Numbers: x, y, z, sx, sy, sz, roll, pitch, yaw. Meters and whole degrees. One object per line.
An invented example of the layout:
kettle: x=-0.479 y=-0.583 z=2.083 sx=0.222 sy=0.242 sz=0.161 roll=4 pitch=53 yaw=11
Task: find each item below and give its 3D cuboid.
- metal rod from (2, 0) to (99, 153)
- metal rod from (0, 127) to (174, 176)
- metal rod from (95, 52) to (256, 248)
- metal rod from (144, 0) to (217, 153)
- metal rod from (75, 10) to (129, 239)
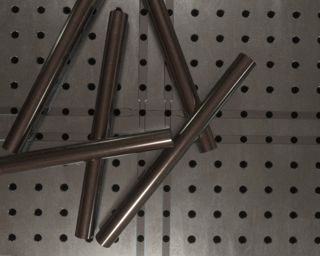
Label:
metal rod: x=-0.129 y=-0.104 z=0.411 sx=0.025 sy=0.025 sz=0.299 roll=27 pitch=90 yaw=-1
metal rod: x=-0.133 y=0.037 z=0.392 sx=0.301 sy=0.025 sz=0.025 roll=-10 pitch=90 yaw=7
metal rod: x=0.016 y=0.033 z=0.394 sx=0.025 sy=0.025 sz=0.299 roll=38 pitch=97 yaw=-1
metal rod: x=0.013 y=-0.110 z=0.413 sx=0.025 sy=0.025 sz=0.299 roll=-20 pitch=90 yaw=0
metal rod: x=-0.077 y=-0.004 z=0.412 sx=0.025 sy=0.025 sz=0.298 roll=9 pitch=90 yaw=-1
